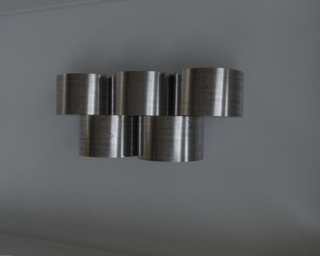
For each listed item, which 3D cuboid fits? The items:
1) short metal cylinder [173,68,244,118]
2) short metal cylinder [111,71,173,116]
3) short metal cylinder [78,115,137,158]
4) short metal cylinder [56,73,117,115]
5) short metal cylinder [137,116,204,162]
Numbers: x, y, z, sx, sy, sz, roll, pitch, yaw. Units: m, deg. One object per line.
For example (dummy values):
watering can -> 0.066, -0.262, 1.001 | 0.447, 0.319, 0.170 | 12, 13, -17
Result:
short metal cylinder -> 0.055, -0.038, 0.360 | 0.080, 0.080, 0.050 | 2, 91, 20
short metal cylinder -> -0.021, -0.040, 0.387 | 0.080, 0.080, 0.050 | 1, 91, 20
short metal cylinder -> -0.064, 0.009, 0.402 | 0.080, 0.080, 0.050 | 1, 91, 20
short metal cylinder -> -0.097, -0.042, 0.414 | 0.080, 0.080, 0.050 | 1, 91, 20
short metal cylinder -> 0.013, 0.011, 0.375 | 0.080, 0.080, 0.050 | 1, 91, 20
